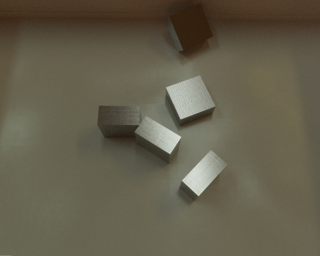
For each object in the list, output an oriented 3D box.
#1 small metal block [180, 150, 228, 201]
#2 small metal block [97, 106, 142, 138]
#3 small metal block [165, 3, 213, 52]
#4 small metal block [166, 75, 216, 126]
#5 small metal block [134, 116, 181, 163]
[{"bbox_3d":[0.051,0.059,0.375,0.025,0.050,0.050,42,75,14],"label":"small metal block"},{"bbox_3d":[-0.050,-0.007,0.398,0.050,0.050,0.025,1,70,0],"label":"small metal block"},{"bbox_3d":[0.042,-0.146,0.451,0.050,0.025,0.050,-27,104,-9],"label":"small metal block"},{"bbox_3d":[0.041,-0.037,0.423,0.050,0.025,0.050,-21,71,-8],"label":"small metal block"},{"bbox_3d":[-0.003,0.016,0.390,0.050,0.050,0.025,31,73,10],"label":"small metal block"}]
